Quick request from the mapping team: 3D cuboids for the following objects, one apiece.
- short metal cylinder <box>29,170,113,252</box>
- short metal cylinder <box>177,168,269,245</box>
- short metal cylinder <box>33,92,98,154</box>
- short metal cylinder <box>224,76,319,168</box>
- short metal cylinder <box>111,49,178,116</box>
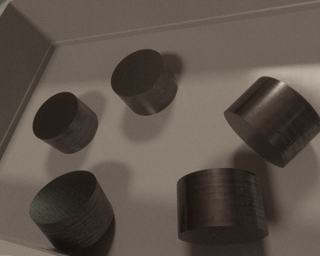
[{"bbox_3d":[-0.102,0.096,0.364,0.080,0.050,0.080,-15,31,9],"label":"short metal cylinder"},{"bbox_3d":[0.057,0.077,0.293,0.080,0.080,0.050,-13,57,21],"label":"short metal cylinder"},{"bbox_3d":[-0.142,-0.007,0.466,0.080,0.050,0.080,-13,56,20],"label":"short metal cylinder"},{"bbox_3d":[0.112,-0.006,0.315,0.050,0.080,0.080,-44,51,-2],"label":"short metal cylinder"},{"bbox_3d":[-0.022,-0.064,0.439,0.080,0.050,0.080,-13,56,20],"label":"short metal cylinder"}]
